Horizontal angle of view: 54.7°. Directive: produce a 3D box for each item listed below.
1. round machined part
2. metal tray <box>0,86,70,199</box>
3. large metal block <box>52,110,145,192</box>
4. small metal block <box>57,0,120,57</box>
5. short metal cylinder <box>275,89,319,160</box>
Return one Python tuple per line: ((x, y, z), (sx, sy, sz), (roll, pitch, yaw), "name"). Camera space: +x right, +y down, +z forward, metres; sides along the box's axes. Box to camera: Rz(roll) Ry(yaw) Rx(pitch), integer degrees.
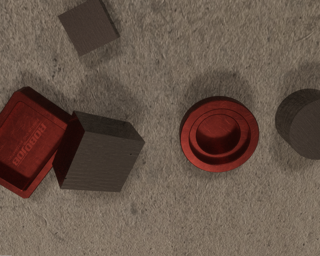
((0.074, 0.005, 0.404), (0.099, 0.042, 0.097), (0, 110, -1), "round machined part")
((-0.178, 0.022, 0.412), (0.090, 0.030, 0.130), (37, 106, -13), "metal tray")
((-0.078, 0.032, 0.389), (0.081, 0.050, 0.080), (13, 113, -37), "large metal block")
((-0.082, -0.119, 0.365), (0.050, 0.025, 0.050), (-24, 109, 8), "small metal block")
((0.197, -0.006, 0.397), (0.081, 0.050, 0.079), (0, 110, -1), "short metal cylinder")
